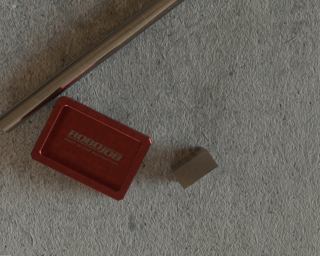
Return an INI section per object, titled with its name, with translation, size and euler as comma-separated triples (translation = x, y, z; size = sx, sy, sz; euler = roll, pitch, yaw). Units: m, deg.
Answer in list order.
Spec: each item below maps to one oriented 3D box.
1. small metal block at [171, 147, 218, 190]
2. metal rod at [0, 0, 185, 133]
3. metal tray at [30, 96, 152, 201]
[small metal block]
translation = 0.043, 0.050, 0.398
size = 0.050, 0.050, 0.025
euler = -35, 90, 0
[metal rod]
translation = -0.087, -0.094, 0.408
size = 0.301, 0.025, 0.025
euler = -37, 90, -1
[metal tray]
translation = -0.087, 0.026, 0.406
size = 0.131, 0.030, 0.090
euler = 27, 90, -1
